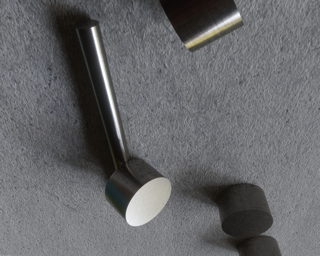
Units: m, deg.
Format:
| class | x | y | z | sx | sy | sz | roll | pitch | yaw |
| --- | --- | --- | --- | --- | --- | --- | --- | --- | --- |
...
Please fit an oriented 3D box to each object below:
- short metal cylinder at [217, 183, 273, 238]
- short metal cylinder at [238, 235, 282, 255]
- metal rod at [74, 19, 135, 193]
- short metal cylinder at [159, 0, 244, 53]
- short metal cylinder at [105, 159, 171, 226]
| class | x | y | z | sx | sy | sz | roll | pitch | yaw |
| --- | --- | --- | --- | --- | --- | --- | --- | --- | --- |
| short metal cylinder | 0.138 | 0.136 | 0.508 | 0.081 | 0.050 | 0.079 | 0 | 130 | 0 |
| short metal cylinder | 0.199 | 0.256 | 0.611 | 0.081 | 0.050 | 0.079 | 0 | 130 | 0 |
| metal rod | -0.060 | 0.007 | 0.412 | 0.025 | 0.025 | 0.298 | -5 | 130 | 3 |
| short metal cylinder | 0.034 | -0.115 | 0.274 | 0.050 | 0.080 | 0.080 | -25 | 126 | 19 |
| short metal cylinder | -0.031 | 0.091 | 0.442 | 0.081 | 0.050 | 0.079 | -27 | 133 | -32 |
